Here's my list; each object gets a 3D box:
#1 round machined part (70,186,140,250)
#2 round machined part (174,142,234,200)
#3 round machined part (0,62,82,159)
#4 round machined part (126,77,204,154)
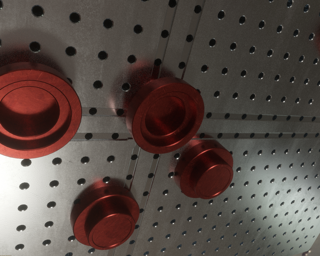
[{"bbox_3d":[-0.074,0.135,0.445,0.099,0.042,0.097,-14,125,-21],"label":"round machined part"},{"bbox_3d":[0.076,0.073,0.489,0.099,0.042,0.097,-14,125,-21],"label":"round machined part"},{"bbox_3d":[-0.134,-0.020,0.315,0.099,0.042,0.097,-14,125,-21],"label":"round machined part"},{"bbox_3d":[0.003,-0.019,0.392,0.099,0.042,0.097,-14,125,-21],"label":"round machined part"}]
